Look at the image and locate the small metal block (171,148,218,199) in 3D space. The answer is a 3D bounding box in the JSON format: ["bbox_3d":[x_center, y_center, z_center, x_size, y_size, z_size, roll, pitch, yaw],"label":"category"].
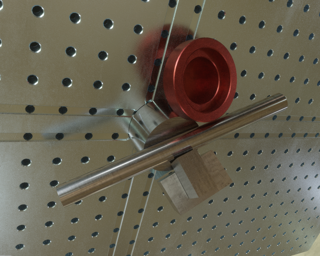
[{"bbox_3d":[0.040,0.056,0.374,0.025,0.050,0.050,-26,170,-12],"label":"small metal block"}]

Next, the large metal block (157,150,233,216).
[{"bbox_3d":[0.045,0.077,0.439,0.080,0.050,0.080,-31,173,-9],"label":"large metal block"}]

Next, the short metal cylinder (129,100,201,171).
[{"bbox_3d":[0.006,0.009,0.405,0.081,0.050,0.079,-14,125,-21],"label":"short metal cylinder"}]

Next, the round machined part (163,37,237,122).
[{"bbox_3d":[0.044,-0.057,0.375,0.099,0.042,0.097,-5,99,-34],"label":"round machined part"}]

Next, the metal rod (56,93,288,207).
[{"bbox_3d":[0.027,0.019,0.374,0.302,0.025,0.025,-22,127,-16],"label":"metal rod"}]
